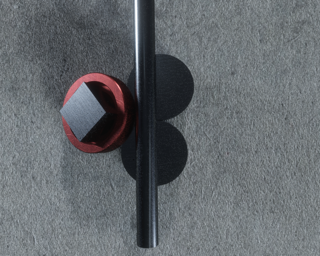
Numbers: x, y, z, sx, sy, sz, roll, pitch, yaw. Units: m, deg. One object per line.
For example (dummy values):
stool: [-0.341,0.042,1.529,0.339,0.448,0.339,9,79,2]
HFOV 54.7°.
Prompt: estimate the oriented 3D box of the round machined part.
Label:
round machined part: [-0.072,-0.017,0.389,0.098,0.042,0.097,-1,87,29]

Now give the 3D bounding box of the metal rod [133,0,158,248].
metal rod: [-0.017,-0.014,0.361,0.025,0.025,0.298,-1,90,0]

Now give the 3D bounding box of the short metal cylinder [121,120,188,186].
short metal cylinder: [-0.007,0.030,0.398,0.081,0.050,0.080,0,89,0]

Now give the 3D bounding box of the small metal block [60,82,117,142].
small metal block: [-0.085,-0.018,0.370,0.050,0.025,0.050,-46,68,19]

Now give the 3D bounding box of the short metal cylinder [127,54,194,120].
short metal cylinder: [0.001,-0.050,0.399,0.081,0.050,0.079,0,90,0]
